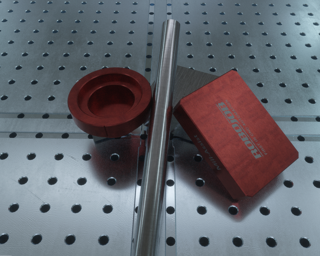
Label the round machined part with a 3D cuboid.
[{"bbox_3d":[-0.058,-0.026,0.378,0.099,0.042,0.098,-2,51,2],"label":"round machined part"}]

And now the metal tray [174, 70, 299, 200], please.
[{"bbox_3d":[0.088,0.006,0.363,0.091,0.030,0.130,-32,82,-23],"label":"metal tray"}]

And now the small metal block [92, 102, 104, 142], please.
[{"bbox_3d":[-0.072,-0.015,0.416,0.050,0.025,0.050,-17,52,-14],"label":"small metal block"}]

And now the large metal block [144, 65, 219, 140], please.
[{"bbox_3d":[0.030,-0.036,0.417,0.080,0.050,0.080,18,52,14],"label":"large metal block"}]

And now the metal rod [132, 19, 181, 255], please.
[{"bbox_3d":[0.000,0.000,0.351,0.025,0.025,0.299,5,66,4],"label":"metal rod"}]
